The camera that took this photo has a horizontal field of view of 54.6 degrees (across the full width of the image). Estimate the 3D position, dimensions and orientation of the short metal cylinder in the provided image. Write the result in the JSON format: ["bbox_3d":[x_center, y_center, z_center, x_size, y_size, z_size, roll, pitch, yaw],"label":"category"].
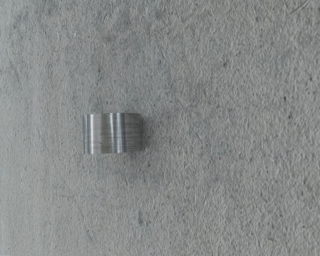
[{"bbox_3d":[-0.064,0.008,0.424,0.080,0.081,0.050,-4,87,40],"label":"short metal cylinder"}]
